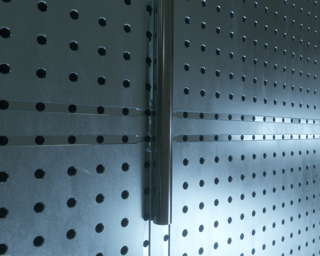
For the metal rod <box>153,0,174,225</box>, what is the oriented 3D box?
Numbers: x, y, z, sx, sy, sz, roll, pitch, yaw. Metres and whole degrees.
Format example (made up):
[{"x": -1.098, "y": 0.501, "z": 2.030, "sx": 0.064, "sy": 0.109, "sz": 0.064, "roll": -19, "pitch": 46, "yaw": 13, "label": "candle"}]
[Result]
[{"x": 0.005, "y": -0.024, "z": 0.412, "sx": 0.025, "sy": 0.025, "sz": 0.298, "roll": 1, "pitch": 90, "yaw": -40, "label": "metal rod"}]
